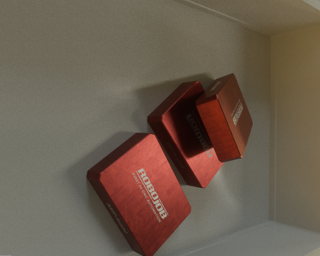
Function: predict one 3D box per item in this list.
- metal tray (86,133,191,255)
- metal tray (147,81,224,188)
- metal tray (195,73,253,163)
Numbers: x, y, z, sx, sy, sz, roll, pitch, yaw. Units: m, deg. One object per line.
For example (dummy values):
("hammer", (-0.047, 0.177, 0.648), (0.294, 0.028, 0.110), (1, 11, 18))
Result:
("metal tray", (-0.020, 0.082, 0.386), (0.091, 0.030, 0.129), (-40, 114, -33))
("metal tray", (0.048, 0.010, 0.444), (0.090, 0.030, 0.130), (-46, 118, -30))
("metal tray", (0.097, -0.020, 0.444), (0.090, 0.030, 0.131), (65, 29, -12))
